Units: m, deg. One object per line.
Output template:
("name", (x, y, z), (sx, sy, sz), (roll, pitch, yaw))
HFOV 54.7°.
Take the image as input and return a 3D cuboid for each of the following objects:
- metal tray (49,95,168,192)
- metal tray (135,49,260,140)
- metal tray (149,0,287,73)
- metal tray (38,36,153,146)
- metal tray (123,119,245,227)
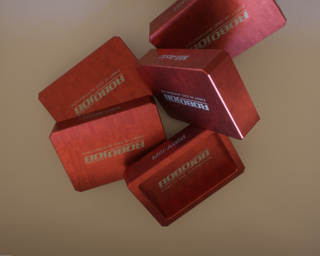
("metal tray", (-0.058, 0.020, 0.390), (0.131, 0.030, 0.089), (-17, 115, -1))
("metal tray", (0.036, -0.041, 0.339), (0.030, 0.130, 0.090), (-46, 123, -16))
("metal tray", (0.063, -0.119, 0.357), (0.130, 0.030, 0.090), (-30, 131, 30))
("metal tray", (-0.078, -0.045, 0.408), (0.130, 0.030, 0.090), (-38, 90, -1))
("metal tray", (0.032, 0.054, 0.387), (0.130, 0.030, 0.090), (-35, 121, -2))
